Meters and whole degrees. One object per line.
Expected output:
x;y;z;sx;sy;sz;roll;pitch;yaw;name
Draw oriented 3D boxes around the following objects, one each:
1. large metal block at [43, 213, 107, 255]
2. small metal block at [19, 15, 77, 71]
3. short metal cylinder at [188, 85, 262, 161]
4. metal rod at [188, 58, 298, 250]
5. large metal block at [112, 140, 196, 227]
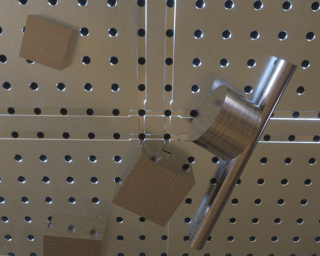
-0.126;0.180;0.465;0.081;0.050;0.079;7;110;-3;large metal block
-0.135;-0.103;0.374;0.050;0.025;0.050;19;109;-8;small metal block
0.078;-0.006;0.383;0.050;0.080;0.080;30;107;-11;short metal cylinder
0.107;0.049;0.433;0.025;0.025;0.298;19;109;-7;metal rod
-0.009;0.076;0.428;0.080;0.050;0.080;29;107;-11;large metal block
